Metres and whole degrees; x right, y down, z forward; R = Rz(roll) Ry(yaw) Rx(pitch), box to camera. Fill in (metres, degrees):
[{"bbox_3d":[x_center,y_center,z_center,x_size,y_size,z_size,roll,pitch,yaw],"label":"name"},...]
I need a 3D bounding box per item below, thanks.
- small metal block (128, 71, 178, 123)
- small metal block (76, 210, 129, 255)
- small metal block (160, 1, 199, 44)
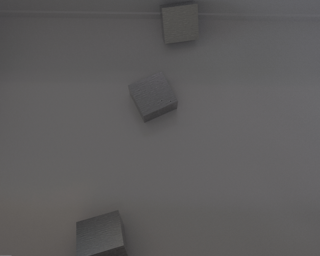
[{"bbox_3d":[-0.010,-0.042,0.425,0.050,0.025,0.050,-24,72,-9],"label":"small metal block"},{"bbox_3d":[-0.066,0.126,0.350,0.050,0.025,0.050,-15,34,-6],"label":"small metal block"},{"bbox_3d":[0.028,-0.154,0.450,0.050,0.050,0.025,-9,32,-3],"label":"small metal block"}]
